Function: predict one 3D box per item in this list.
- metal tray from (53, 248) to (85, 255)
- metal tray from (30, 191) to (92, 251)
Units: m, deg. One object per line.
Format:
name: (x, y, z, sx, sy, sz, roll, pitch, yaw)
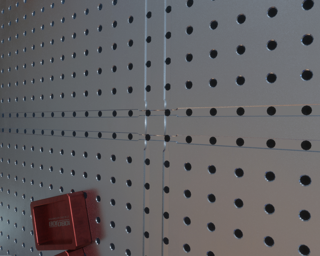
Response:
metal tray: (-0.152, 0.279, 0.528, 0.090, 0.030, 0.130, -33, 70, 34)
metal tray: (-0.180, 0.167, 0.550, 0.130, 0.030, 0.090, -19, 78, 38)
